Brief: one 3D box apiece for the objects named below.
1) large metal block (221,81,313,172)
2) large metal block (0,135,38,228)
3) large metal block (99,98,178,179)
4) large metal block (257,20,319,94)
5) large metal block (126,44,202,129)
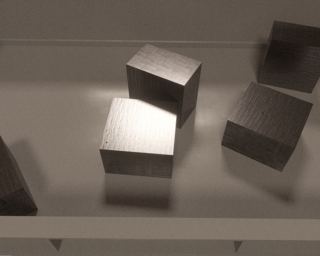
[{"bbox_3d":[0.135,-0.004,0.394,0.080,0.050,0.080,25,54,19],"label":"large metal block"},{"bbox_3d":[-0.191,0.066,0.331,0.081,0.050,0.080,-27,55,-21],"label":"large metal block"},{"bbox_3d":[-0.022,0.011,0.379,0.080,0.050,0.080,5,50,3],"label":"large metal block"},{"bbox_3d":[0.198,-0.104,0.460,0.080,0.080,0.050,14,51,11],"label":"large metal block"},{"bbox_3d":[0.005,-0.055,0.416,0.080,0.080,0.050,23,54,18],"label":"large metal block"}]
